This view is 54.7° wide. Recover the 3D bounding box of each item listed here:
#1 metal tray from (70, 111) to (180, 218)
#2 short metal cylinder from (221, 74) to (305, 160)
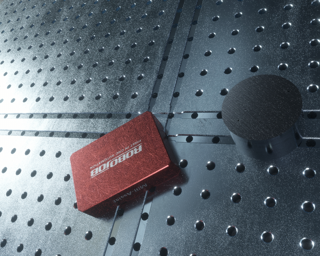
[{"bbox_3d":[-0.050,0.046,0.401,0.130,0.030,0.090,-29,52,9],"label":"metal tray"},{"bbox_3d":[0.114,-0.011,0.339,0.080,0.050,0.080,-13,56,20],"label":"short metal cylinder"}]
